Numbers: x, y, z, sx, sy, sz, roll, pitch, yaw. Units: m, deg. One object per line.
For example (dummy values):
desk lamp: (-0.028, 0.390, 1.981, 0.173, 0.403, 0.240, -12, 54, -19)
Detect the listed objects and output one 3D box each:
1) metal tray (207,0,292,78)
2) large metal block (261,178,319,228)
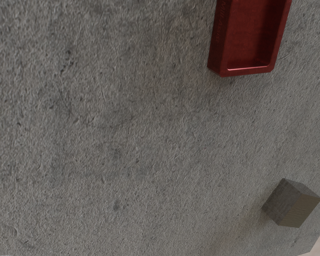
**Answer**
metal tray: (0.113, -0.132, 0.385, 0.091, 0.030, 0.129, -10, 123, -24)
large metal block: (0.271, 0.156, 0.639, 0.081, 0.050, 0.080, 18, 109, -36)
